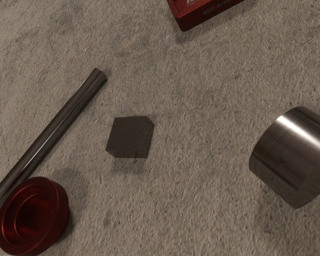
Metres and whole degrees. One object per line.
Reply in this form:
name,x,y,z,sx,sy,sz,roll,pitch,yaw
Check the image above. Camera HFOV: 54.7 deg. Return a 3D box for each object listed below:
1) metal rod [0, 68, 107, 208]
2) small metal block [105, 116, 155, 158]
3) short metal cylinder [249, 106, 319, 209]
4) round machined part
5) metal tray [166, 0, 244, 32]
metal rod,-0.184,0.028,0.480,0.025,0.025,0.300,28,77,37
small metal block,-0.039,0.013,0.415,0.050,0.025,0.050,-2,61,27
short metal cylinder,0.130,0.027,0.284,0.080,0.080,0.050,-43,51,-2
round machined part,-0.158,0.116,0.403,0.098,0.042,0.098,-13,56,20
metal tray,0.077,-0.219,0.493,0.130,0.030,0.090,-25,53,12
